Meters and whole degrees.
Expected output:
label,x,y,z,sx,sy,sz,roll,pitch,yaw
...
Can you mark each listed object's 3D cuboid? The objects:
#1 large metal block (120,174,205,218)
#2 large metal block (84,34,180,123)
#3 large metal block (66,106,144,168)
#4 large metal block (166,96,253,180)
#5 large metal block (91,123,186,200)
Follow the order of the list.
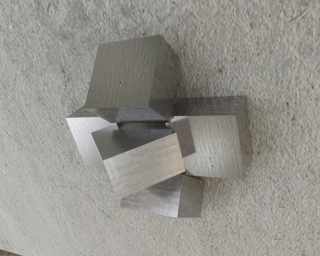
label,x,y,z,sx,sy,sz,roll,pitch,yaw
large metal block,0.006,0.088,0.415,0.080,0.080,0.050,2,76,28
large metal block,-0.029,-0.051,0.348,0.080,0.080,0.050,0,162,28
large metal block,-0.072,0.009,0.434,0.080,0.050,0.080,0,118,28
large metal block,0.059,0.010,0.363,0.080,0.050,0.080,0,119,28
large metal block,-0.028,0.027,0.360,0.080,0.081,0.050,-137,29,-61
